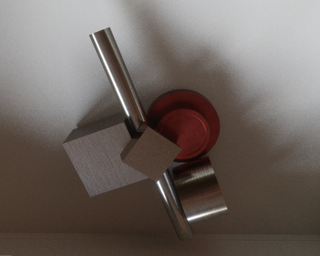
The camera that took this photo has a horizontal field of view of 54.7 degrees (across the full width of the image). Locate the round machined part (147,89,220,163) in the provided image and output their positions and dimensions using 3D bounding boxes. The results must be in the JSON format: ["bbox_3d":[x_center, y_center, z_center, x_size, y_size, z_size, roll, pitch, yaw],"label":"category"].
[{"bbox_3d":[0.029,0.002,0.401,0.099,0.042,0.097,0,110,-1],"label":"round machined part"}]

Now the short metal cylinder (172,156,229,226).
[{"bbox_3d":[0.054,0.083,0.412,0.050,0.080,0.080,-20,109,7],"label":"short metal cylinder"}]

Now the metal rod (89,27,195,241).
[{"bbox_3d":[-0.015,0.022,0.395,0.025,0.025,0.299,-20,109,7],"label":"metal rod"}]

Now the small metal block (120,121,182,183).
[{"bbox_3d":[-0.011,0.028,0.368,0.050,0.025,0.050,34,95,-19],"label":"small metal block"}]

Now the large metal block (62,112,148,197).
[{"bbox_3d":[-0.066,0.032,0.405,0.080,0.050,0.080,-19,109,6],"label":"large metal block"}]
